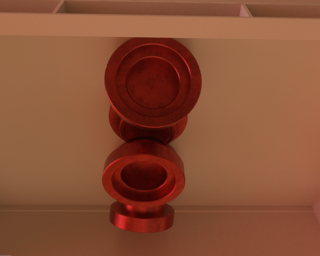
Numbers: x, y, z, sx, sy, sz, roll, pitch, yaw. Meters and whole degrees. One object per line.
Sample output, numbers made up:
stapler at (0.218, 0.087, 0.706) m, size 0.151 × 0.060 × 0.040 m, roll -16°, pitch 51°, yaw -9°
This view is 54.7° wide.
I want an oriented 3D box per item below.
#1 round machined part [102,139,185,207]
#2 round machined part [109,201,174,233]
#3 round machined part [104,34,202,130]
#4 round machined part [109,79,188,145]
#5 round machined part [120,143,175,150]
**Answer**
round machined part at (-0.019, 0.052, 0.383) m, size 0.099 × 0.042 × 0.097 m, roll -1°, pitch 130°, yaw 0°
round machined part at (-0.027, 0.122, 0.476) m, size 0.099 × 0.098 × 0.042 m, roll 5°, pitch 93°, yaw -5°
round machined part at (-0.008, -0.046, 0.332) m, size 0.099 × 0.097 × 0.042 m, roll 5°, pitch 172°, yaw -5°
round machined part at (-0.015, -0.010, 0.387) m, size 0.099 × 0.042 × 0.097 m, roll -1°, pitch 130°, yaw 0°
round machined part at (-0.021, 0.064, 0.450) m, size 0.099 × 0.042 × 0.097 m, roll -1°, pitch 130°, yaw 0°
